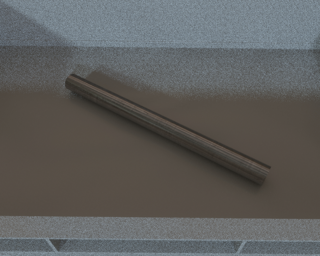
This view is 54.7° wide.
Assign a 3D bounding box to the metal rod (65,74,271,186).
[{"bbox_3d":[-0.004,-0.007,0.408,0.301,0.025,0.025,26,55,20],"label":"metal rod"}]
